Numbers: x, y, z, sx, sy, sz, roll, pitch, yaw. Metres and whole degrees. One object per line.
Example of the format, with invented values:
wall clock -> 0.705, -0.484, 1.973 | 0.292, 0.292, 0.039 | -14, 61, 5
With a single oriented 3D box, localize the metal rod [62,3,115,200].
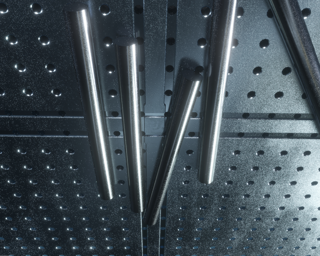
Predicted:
metal rod -> -0.085, -0.007, 0.404 | 0.025, 0.025, 0.298 | 0, 130, -1

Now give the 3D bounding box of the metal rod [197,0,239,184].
metal rod -> 0.067, -0.037, 0.381 | 0.025, 0.025, 0.298 | -1, 130, 0

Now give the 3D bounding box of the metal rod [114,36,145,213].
metal rod -> -0.037, 0.020, 0.428 | 0.025, 0.025, 0.298 | 0, 130, 0

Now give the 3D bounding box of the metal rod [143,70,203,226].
metal rod -> 0.010, 0.050, 0.454 | 0.025, 0.025, 0.298 | 8, 130, -7

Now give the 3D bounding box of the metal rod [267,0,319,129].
metal rod -> 0.175, -0.063, 0.360 | 0.025, 0.025, 0.300 | -27, 126, 20
